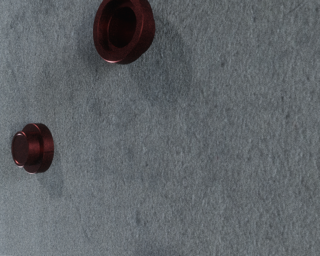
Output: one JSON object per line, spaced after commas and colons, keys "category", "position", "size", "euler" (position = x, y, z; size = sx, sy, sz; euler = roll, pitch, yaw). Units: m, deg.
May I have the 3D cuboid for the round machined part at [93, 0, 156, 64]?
{"category": "round machined part", "position": [-0.045, -0.137, 0.429], "size": [0.098, 0.042, 0.097], "euler": [0, 90, 39]}

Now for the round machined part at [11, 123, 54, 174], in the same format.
{"category": "round machined part", "position": [-0.250, 0.040, 0.596], "size": [0.098, 0.042, 0.097], "euler": [0, 90, 39]}
